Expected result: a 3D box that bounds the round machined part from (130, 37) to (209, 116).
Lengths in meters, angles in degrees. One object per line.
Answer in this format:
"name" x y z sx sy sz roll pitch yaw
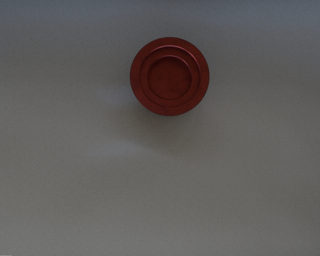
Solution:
"round machined part" 0.012 -0.064 0.403 0.099 0.042 0.097 0 90 0
